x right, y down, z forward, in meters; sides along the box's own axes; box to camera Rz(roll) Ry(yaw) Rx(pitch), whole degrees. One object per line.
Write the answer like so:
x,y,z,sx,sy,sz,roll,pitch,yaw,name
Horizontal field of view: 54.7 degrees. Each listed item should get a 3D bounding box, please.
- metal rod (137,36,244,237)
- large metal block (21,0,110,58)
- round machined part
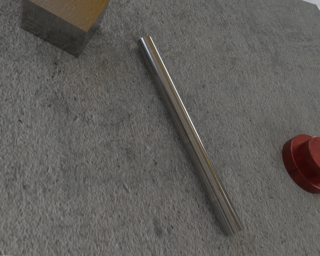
0.034,-0.002,0.424,0.025,0.025,0.299,-11,67,-33,metal rod
-0.125,-0.154,0.415,0.080,0.050,0.080,27,52,-12,large metal block
0.251,0.053,0.499,0.099,0.042,0.098,14,56,-21,round machined part
